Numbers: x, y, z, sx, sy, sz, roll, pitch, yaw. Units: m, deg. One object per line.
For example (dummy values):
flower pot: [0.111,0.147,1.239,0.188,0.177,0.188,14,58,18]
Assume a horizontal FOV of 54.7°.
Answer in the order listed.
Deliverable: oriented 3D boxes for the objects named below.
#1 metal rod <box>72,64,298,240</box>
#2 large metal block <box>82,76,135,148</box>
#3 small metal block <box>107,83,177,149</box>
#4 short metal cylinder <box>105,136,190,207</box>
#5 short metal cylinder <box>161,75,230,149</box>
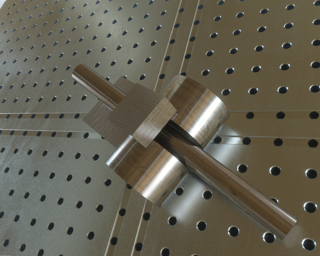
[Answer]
metal rod: [0.008,0.011,0.342,0.300,0.025,0.025,37,82,23]
large metal block: [-0.042,-0.012,0.414,0.080,0.050,0.080,33,80,38]
small metal block: [-0.020,-0.014,0.321,0.050,0.025,0.050,-51,43,-8]
short metal cylinder: [-0.014,0.044,0.349,0.080,0.080,0.050,34,81,38]
short metal cylinder: [0.033,-0.016,0.362,0.080,0.080,0.050,31,79,38]
